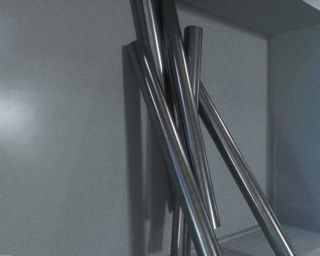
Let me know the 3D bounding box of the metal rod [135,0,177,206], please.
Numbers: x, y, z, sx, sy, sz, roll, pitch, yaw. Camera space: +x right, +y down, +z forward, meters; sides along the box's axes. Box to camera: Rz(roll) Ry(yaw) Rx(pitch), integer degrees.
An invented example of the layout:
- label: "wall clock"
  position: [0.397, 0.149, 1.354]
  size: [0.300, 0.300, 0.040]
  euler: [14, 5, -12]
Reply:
- label: "metal rod"
  position: [0.005, -0.029, 0.410]
  size: [0.025, 0.025, 0.298]
  euler: [-17, 101, -39]

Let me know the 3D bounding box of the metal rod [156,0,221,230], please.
- label: "metal rod"
  position: [0.031, -0.031, 0.381]
  size: [0.025, 0.025, 0.299]
  euler: [-1, 76, -40]

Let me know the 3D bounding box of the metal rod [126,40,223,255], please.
- label: "metal rod"
  position: [0.018, 0.035, 0.349]
  size: [0.025, 0.025, 0.299]
  euler: [-8, 72, -40]

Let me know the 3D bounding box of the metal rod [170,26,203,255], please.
- label: "metal rod"
  position: [0.035, 0.016, 0.402]
  size: [0.025, 0.025, 0.298]
  euler: [8, 83, -40]

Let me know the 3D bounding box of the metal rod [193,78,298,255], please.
- label: "metal rod"
  position: [0.104, 0.051, 0.417]
  size: [0.025, 0.025, 0.299]
  euler: [-21, 79, -38]
